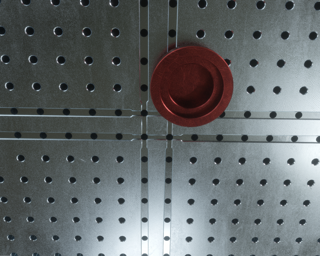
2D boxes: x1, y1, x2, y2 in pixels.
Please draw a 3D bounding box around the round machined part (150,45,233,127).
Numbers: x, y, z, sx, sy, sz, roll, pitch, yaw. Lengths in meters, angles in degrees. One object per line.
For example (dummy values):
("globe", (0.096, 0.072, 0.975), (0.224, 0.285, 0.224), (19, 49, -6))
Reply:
("round machined part", (0.038, -0.054, 0.385), (0.099, 0.042, 0.097), (0, 110, 0))
